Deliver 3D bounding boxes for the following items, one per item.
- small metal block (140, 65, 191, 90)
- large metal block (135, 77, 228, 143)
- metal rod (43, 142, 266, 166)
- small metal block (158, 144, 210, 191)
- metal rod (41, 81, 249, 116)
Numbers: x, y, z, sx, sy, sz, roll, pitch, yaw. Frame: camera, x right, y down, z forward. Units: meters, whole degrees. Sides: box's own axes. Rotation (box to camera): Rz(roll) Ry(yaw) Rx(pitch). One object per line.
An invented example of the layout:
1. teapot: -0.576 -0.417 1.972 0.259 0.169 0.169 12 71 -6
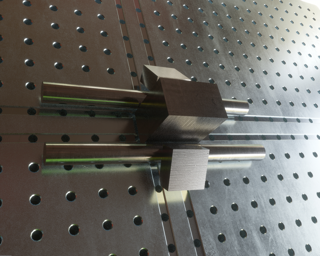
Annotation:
1. small metal block: 0.007 -0.066 0.433 0.050 0.025 0.050 1 27 -28
2. large metal block: 0.024 -0.016 0.390 0.081 0.080 0.050 2 61 -28
3. metal rod: 0.014 0.032 0.392 0.303 0.025 0.025 2 61 -27
4. small metal block: 0.029 0.047 0.375 0.050 0.025 0.050 3 98 -27
5. metal rod: -0.001 -0.036 0.424 0.303 0.025 0.025 2 61 -27
